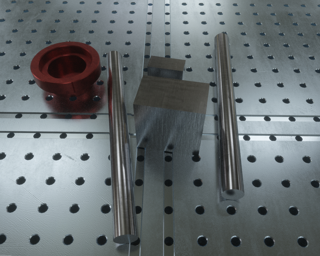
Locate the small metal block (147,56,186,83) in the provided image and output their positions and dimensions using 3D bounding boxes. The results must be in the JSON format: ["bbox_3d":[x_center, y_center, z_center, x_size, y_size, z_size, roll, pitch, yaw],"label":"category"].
[{"bbox_3d":[0.009,-0.075,0.455,0.050,0.050,0.025,9,51,7],"label":"small metal block"}]

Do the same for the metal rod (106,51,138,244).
[{"bbox_3d":[-0.055,-0.002,0.408,0.025,0.025,0.300,-6,50,-5],"label":"metal rod"}]

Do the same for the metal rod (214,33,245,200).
[{"bbox_3d":[0.094,-0.040,0.442,0.025,0.025,0.300,4,50,3],"label":"metal rod"}]

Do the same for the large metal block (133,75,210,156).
[{"bbox_3d":[0.014,-0.014,0.384,0.080,0.080,0.050,8,51,6],"label":"large metal block"}]

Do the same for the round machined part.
[{"bbox_3d":[-0.137,-0.084,0.465,0.099,0.042,0.098,0,50,0],"label":"round machined part"}]
